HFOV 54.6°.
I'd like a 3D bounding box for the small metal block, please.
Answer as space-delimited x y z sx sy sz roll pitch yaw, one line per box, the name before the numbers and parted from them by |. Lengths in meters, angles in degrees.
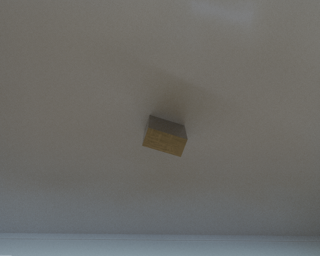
small metal block | 0.006 0.009 0.401 0.050 0.050 0.025 17 109 -6
